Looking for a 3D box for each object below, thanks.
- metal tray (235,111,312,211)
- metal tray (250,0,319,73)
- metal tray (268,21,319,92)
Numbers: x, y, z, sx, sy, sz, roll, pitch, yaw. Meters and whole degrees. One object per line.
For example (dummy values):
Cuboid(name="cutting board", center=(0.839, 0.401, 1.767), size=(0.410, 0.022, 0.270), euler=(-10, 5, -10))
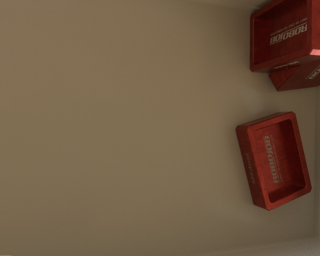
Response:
Cuboid(name="metal tray", center=(0.174, 0.048, 0.471), size=(0.091, 0.030, 0.129), euler=(-17, 96, -19))
Cuboid(name="metal tray", center=(0.169, -0.129, 0.416), size=(0.030, 0.130, 0.089), euler=(0, 90, -16))
Cuboid(name="metal tray", center=(0.228, -0.105, 0.439), size=(0.091, 0.129, 0.030), euler=(-9, 64, -20))
